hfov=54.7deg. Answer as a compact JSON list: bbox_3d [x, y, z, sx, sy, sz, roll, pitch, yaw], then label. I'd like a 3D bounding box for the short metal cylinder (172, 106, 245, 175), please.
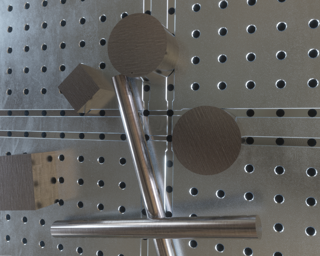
[{"bbox_3d":[0.061,0.014,0.378,0.080,0.050,0.080,0,90,20],"label":"short metal cylinder"}]

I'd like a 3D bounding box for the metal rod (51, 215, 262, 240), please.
[{"bbox_3d":[-0.026,0.128,0.396,0.300,0.025,0.025,-11,87,29],"label":"metal rod"}]

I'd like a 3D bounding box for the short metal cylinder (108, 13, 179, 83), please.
[{"bbox_3d":[-0.021,-0.102,0.407,0.080,0.050,0.080,0,90,20],"label":"short metal cylinder"}]

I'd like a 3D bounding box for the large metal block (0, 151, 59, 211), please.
[{"bbox_3d":[-0.207,0.080,0.473,0.080,0.050,0.080,-6,88,20],"label":"large metal block"}]

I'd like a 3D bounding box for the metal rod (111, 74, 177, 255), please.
[{"bbox_3d":[-0.017,0.072,0.418,0.025,0.025,0.299,-17,84,19],"label":"metal rod"}]

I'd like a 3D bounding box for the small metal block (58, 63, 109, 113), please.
[{"bbox_3d":[-0.112,-0.057,0.452,0.050,0.025,0.050,-42,77,15],"label":"small metal block"}]
